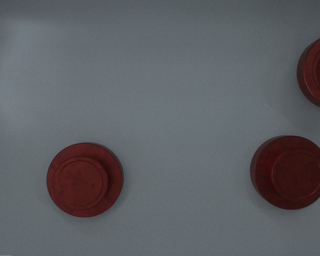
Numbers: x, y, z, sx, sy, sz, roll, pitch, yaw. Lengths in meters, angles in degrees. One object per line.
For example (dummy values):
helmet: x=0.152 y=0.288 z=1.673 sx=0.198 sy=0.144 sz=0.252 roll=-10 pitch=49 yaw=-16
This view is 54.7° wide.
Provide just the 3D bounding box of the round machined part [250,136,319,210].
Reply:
round machined part: x=0.173 y=0.059 z=0.404 sx=0.099 sy=0.042 sz=0.097 roll=0 pitch=90 yaw=0

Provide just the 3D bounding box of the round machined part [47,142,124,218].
round machined part: x=-0.098 y=0.068 z=0.402 sx=0.099 sy=0.042 sz=0.097 roll=0 pitch=90 yaw=0

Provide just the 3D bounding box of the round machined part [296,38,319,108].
round machined part: x=0.227 y=-0.072 z=0.404 sx=0.099 sy=0.042 sz=0.097 roll=0 pitch=90 yaw=0
